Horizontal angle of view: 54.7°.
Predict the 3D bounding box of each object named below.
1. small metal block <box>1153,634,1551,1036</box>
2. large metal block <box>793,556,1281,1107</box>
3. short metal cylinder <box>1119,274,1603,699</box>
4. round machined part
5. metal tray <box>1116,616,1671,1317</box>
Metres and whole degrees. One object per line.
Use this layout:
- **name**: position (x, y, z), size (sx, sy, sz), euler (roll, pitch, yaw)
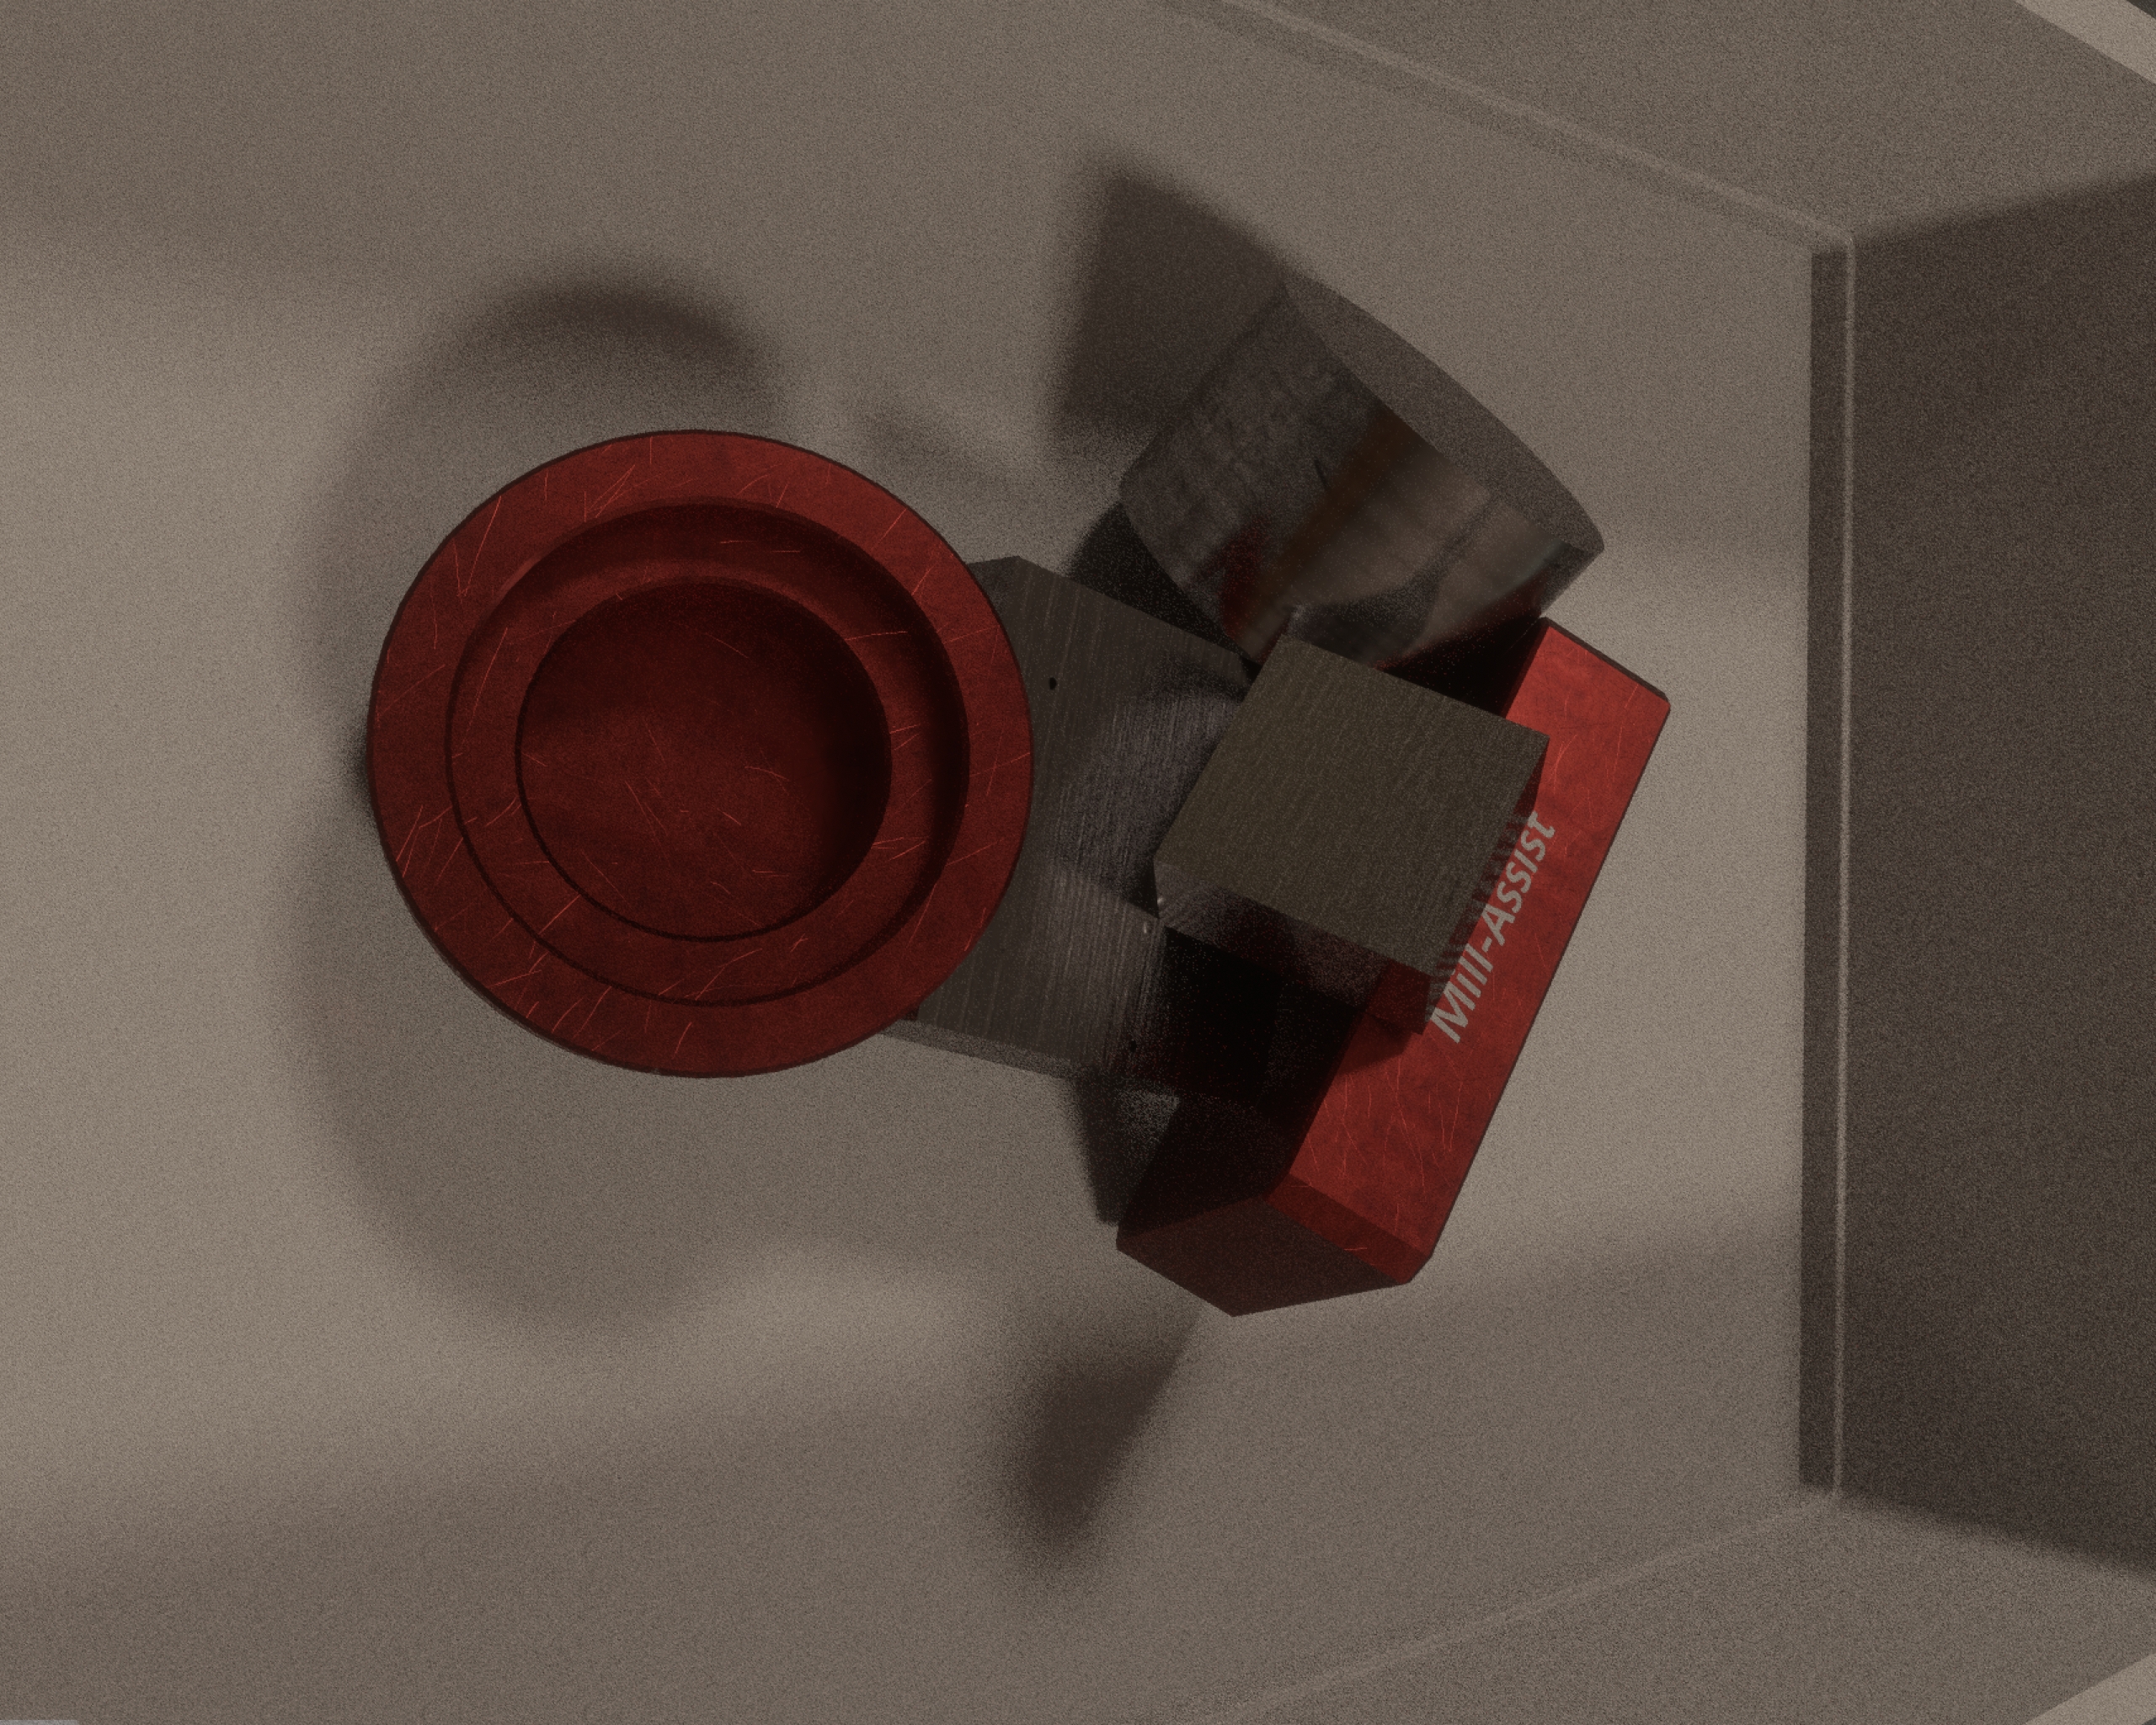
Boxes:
- **small metal block**: position (0.048, -0.005, 0.363), size (0.050, 0.050, 0.025), euler (-60, 162, -23)
- **large metal block**: position (-0.005, -0.003, 0.387), size (0.080, 0.050, 0.080), euler (19, 78, -39)
- **short metal cylinder**: position (0.055, -0.069, 0.409), size (0.080, 0.080, 0.050), euler (21, 121, -38)
- **round machined part**: position (-0.060, -0.015, 0.330), size (0.099, 0.042, 0.097), euler (2, 85, -17)
- **metal tray**: position (0.061, 0.023, 0.414), size (0.030, 0.090, 0.130), euler (32, 67, -7)
